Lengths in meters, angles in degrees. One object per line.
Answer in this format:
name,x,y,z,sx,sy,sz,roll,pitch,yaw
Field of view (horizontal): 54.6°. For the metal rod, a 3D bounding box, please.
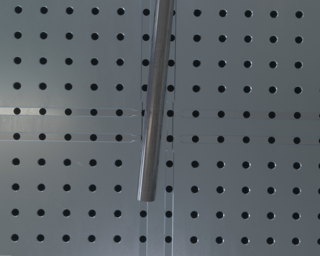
metal rod,-0.005,-0.054,0.413,0.025,0.025,0.298,6,90,0
